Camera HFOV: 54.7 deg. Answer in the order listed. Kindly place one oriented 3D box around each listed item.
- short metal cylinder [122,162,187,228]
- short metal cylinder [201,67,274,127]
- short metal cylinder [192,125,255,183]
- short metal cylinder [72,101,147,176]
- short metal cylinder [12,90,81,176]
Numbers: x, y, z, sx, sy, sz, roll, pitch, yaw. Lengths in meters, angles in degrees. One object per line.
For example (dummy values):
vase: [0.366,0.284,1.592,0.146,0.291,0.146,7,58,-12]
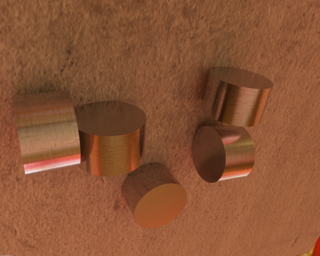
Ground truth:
short metal cylinder: [-0.008,0.097,0.448,0.081,0.050,0.079,-14,125,-21]
short metal cylinder: [0.098,-0.042,0.401,0.081,0.080,0.050,-5,121,-27]
short metal cylinder: [0.089,0.035,0.444,0.050,0.080,0.079,-4,120,-27]
short metal cylinder: [-0.056,0.009,0.347,0.081,0.080,0.050,-10,123,-24]
short metal cylinder: [-0.115,0.004,0.312,0.050,0.080,0.079,-10,123,-24]
